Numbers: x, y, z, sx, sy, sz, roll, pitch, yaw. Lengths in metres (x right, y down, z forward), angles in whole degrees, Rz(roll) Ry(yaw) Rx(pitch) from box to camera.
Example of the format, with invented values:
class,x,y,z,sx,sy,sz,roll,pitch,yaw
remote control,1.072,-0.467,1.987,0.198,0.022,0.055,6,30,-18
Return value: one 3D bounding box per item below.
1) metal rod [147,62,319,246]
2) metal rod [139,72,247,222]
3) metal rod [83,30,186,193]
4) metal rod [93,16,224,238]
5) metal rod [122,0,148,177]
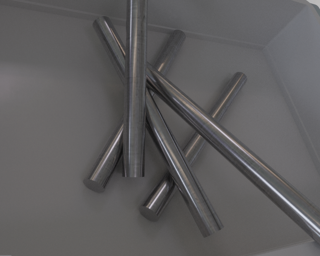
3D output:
class,x,y,z,sx,sy,sz,roll,pitch,yaw
metal rod,0.065,0.010,0.345,0.025,0.025,0.300,-21,52,-36
metal rod,0.062,0.005,0.435,0.025,0.025,0.301,41,51,-1
metal rod,-0.020,-0.045,0.422,0.025,0.025,0.301,32,52,-8
metal rod,-0.010,-0.014,0.375,0.025,0.025,0.299,-17,71,-35
metal rod,-0.028,-0.094,0.362,0.025,0.025,0.298,4,83,-27
